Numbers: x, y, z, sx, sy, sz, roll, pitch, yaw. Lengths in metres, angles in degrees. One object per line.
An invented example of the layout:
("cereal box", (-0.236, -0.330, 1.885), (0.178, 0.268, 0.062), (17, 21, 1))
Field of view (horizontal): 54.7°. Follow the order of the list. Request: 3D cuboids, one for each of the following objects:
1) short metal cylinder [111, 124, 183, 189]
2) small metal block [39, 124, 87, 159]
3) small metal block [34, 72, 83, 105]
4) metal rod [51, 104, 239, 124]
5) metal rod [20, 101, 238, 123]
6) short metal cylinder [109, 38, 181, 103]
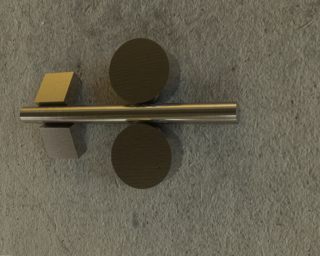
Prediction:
("short metal cylinder", (-0.015, 0.035, 0.402), (0.080, 0.050, 0.079), (0, 90, 20))
("small metal block", (-0.139, 0.016, 0.449), (0.050, 0.025, 0.050), (1, 117, 19))
("small metal block", (-0.147, -0.053, 0.452), (0.050, 0.025, 0.050), (0, 63, 20))
("metal rod", (-0.046, -0.018, 0.426), (0.301, 0.025, 0.025), (0, 90, 19))
("metal rod", (-0.054, -0.019, 0.403), (0.301, 0.025, 0.025), (0, 90, 20))
("short metal cylinder", (-0.018, -0.071, 0.403), (0.080, 0.050, 0.079), (0, 90, 20))
